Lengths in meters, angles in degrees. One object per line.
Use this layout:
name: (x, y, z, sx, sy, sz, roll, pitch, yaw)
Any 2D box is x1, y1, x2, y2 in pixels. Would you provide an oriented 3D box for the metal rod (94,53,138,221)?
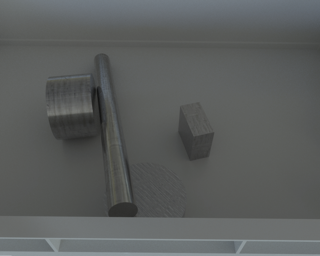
metal rod: (-0.062, -0.018, 0.379, 0.025, 0.025, 0.300, -9, 38, -8)

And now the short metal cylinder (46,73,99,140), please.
short metal cylinder: (-0.107, -0.027, 0.391, 0.050, 0.080, 0.080, -6, 51, -6)

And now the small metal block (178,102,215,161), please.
small metal block: (0.043, 0.005, 0.386, 0.025, 0.050, 0.050, -12, 51, -10)

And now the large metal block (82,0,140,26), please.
large metal block: (-0.092, -0.247, 0.598, 0.080, 0.050, 0.080, 16, 52, 12)

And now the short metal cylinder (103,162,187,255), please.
short metal cylinder: (-0.014, 0.083, 0.319, 0.081, 0.050, 0.080, 0, 50, 0)
